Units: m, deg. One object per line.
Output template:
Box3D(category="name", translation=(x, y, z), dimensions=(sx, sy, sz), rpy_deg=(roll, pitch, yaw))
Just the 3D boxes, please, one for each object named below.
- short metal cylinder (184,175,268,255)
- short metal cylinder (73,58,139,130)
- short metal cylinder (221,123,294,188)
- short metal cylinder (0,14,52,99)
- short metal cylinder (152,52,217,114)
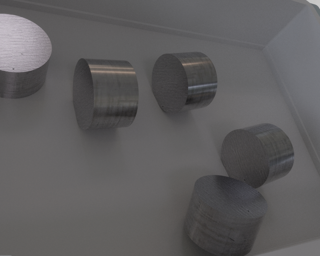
Box3D(category="short metal cylinder", translation=(0.072, 0.095, 0.345), dimensions=(0.081, 0.050, 0.080), rpy_deg=(11, 21, -4))
Box3D(category="short metal cylinder", translation=(-0.065, -0.039, 0.359), dimensions=(0.050, 0.080, 0.080), rpy_deg=(-4, 64, -30))
Box3D(category="short metal cylinder", translation=(0.130, 0.037, 0.418), dimensions=(0.050, 0.080, 0.080), rpy_deg=(-11, 68, -33))
Box3D(category="short metal cylinder", translation=(-0.168, -0.080, 0.348), dimensions=(0.081, 0.050, 0.080), rpy_deg=(14, 56, -21))
Box3D(category="short metal cylinder", translation=(0.032, -0.063, 0.426), dimensions=(0.050, 0.080, 0.080), rpy_deg=(-13, 69, -33))
